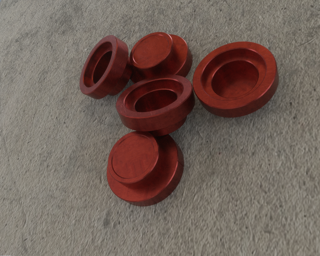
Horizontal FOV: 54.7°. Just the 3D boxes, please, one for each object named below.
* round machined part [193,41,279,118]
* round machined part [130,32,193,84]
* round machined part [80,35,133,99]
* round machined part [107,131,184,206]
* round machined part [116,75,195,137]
[{"bbox_3d":[0.093,-0.054,0.378,0.098,0.042,0.098,-13,56,20],"label":"round machined part"},{"bbox_3d":[-0.005,-0.103,0.458,0.098,0.042,0.098,-13,56,20],"label":"round machined part"},{"bbox_3d":[-0.078,-0.088,0.474,0.098,0.042,0.098,-27,51,39],"label":"round machined part"},{"bbox_3d":[-0.024,0.042,0.379,0.098,0.042,0.098,-13,56,20],"label":"round machined part"},{"bbox_3d":[-0.003,-0.026,0.397,0.098,0.042,0.098,-12,35,9],"label":"round machined part"}]
